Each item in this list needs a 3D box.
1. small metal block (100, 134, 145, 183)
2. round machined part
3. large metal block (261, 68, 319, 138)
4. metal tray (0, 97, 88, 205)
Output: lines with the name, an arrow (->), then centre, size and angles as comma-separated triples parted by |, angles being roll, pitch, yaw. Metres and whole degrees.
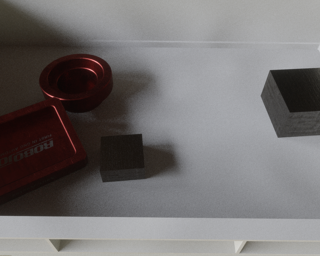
small metal block -> -0.045, 0.036, 0.374 | 0.050, 0.025, 0.050 | -4, 50, -4
round machined part -> -0.116, -0.060, 0.443 | 0.099, 0.042, 0.098 | 0, 50, 0
large metal block -> 0.194, -0.036, 0.421 | 0.081, 0.050, 0.080 | -3, 50, -3
metal tray -> -0.162, 0.028, 0.358 | 0.131, 0.030, 0.090 | -24, 72, -20
